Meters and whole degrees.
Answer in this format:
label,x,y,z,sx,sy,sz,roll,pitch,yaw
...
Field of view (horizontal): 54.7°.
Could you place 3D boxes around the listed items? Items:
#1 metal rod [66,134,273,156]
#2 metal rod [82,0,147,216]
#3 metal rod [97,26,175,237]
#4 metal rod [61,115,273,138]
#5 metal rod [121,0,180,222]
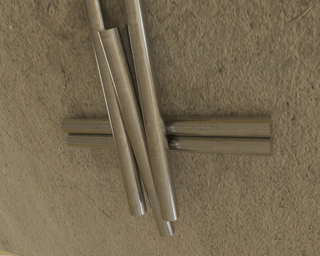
label,x,y,z,sx,sy,sz,roll,pitch,yaw
metal rod,-0.006,0.019,0.423,0.300,0.025,0.025,0,119,27
metal rod,-0.054,-0.021,0.395,0.025,0.025,0.298,0,111,28
metal rod,-0.023,0.023,0.400,0.025,0.025,0.298,0,118,28
metal rod,-0.010,-0.003,0.411,0.300,0.025,0.025,0,119,27
metal rod,-0.010,-0.021,0.371,0.025,0.025,0.298,0,111,28
